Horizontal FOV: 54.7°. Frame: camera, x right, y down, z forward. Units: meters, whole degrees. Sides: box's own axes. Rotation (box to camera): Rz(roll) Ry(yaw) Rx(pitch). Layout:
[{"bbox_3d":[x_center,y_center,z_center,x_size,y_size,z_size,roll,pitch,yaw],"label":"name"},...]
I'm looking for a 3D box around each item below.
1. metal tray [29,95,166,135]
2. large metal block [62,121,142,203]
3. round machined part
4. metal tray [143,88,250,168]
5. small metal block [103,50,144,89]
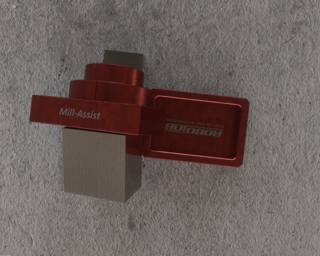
[{"bbox_3d":[-0.069,-0.014,0.361,0.130,0.090,0.030,7,91,18],"label":"metal tray"},{"bbox_3d":[-0.069,0.038,0.379,0.080,0.050,0.079,6,103,17],"label":"large metal block"},{"bbox_3d":[-0.054,-0.048,0.363,0.099,0.098,0.042,6,90,-1],"label":"round machined part"},{"bbox_3d":[0.045,0.000,0.409,0.131,0.030,0.089,6,90,-1],"label":"metal tray"},{"bbox_3d":[-0.049,-0.074,0.411,0.050,0.025,0.050,7,90,-1],"label":"small metal block"}]
